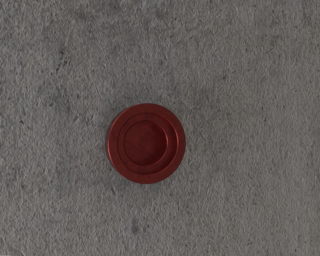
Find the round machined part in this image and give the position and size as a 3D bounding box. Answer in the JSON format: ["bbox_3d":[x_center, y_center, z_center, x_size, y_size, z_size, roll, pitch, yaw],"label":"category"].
[{"bbox_3d":[-0.021,0.019,0.392,0.099,0.042,0.097,0,90,-20],"label":"round machined part"}]
